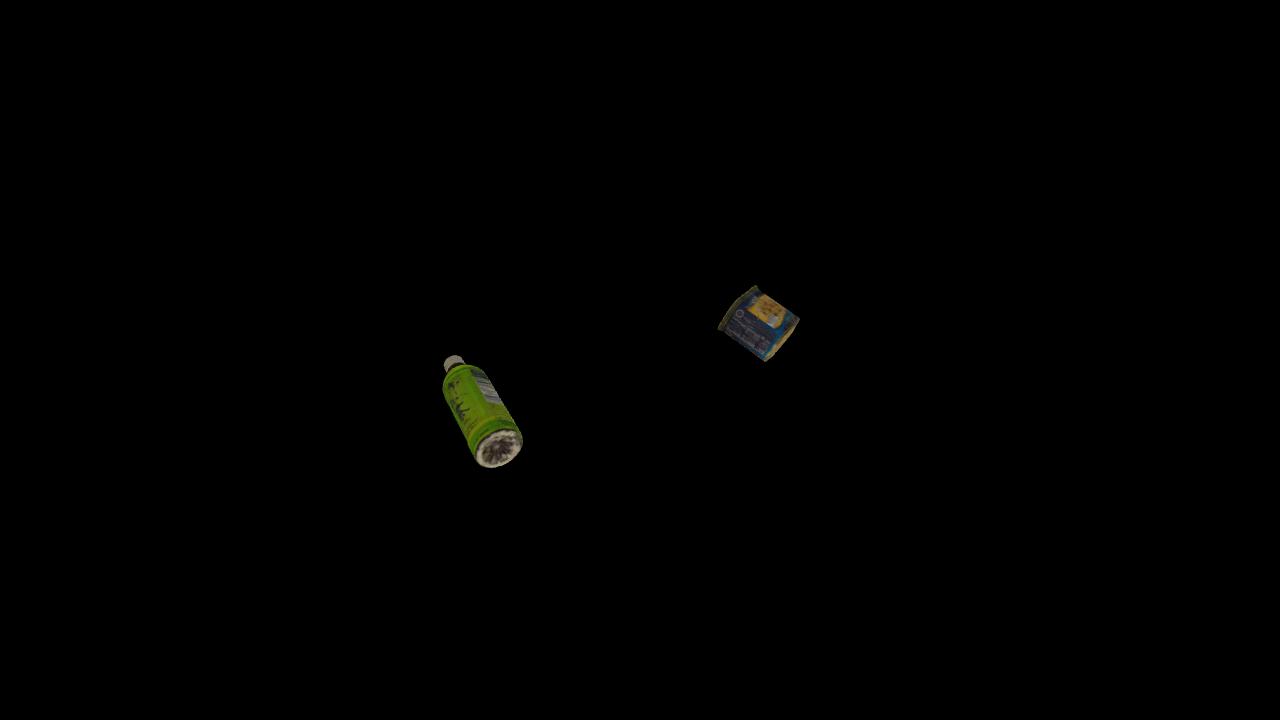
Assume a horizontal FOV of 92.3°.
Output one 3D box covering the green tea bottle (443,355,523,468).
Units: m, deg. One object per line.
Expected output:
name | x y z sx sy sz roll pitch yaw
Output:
green tea bottle | -0.236 0.062 0.883 0.073 0.073 0.212 0 33 -34

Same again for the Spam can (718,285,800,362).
Spam can | 0.174 -0.053 0.889 0.085 0.058 0.101 37 38 13
